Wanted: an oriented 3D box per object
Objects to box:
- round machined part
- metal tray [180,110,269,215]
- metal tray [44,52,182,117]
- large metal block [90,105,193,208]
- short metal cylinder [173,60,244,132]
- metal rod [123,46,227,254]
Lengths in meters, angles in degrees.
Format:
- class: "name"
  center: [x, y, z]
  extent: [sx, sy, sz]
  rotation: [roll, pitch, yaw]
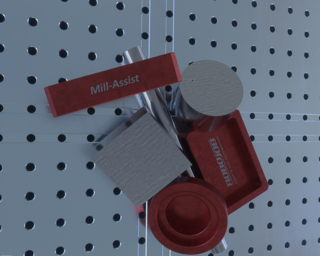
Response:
- class: "round machined part"
  center: [0.036, 0.108, 0.398]
  extent: [0.098, 0.042, 0.097]
  rotation: [2, 104, 9]
- class: "metal tray"
  center: [0.091, 0.048, 0.440]
  extent: [0.091, 0.030, 0.129]
  rotation: [-27, 99, -18]
- class: "metal tray"
  center: [-0.049, -0.047, 0.341]
  extent: [0.131, 0.090, 0.030]
  rotation: [-17, 98, -5]
- class: "large metal block"
  center: [-0.022, 0.032, 0.368]
  extent: [0.080, 0.050, 0.080]
  rotation: [-39, 104, 3]
- class: "short metal cylinder"
  center: [0.060, -0.041, 0.402]
  extent: [0.081, 0.050, 0.080]
  rotation: [3, 66, -7]
- class: "metal rod"
  center: [0.024, 0.035, 0.417]
  extent: [0.025, 0.025, 0.299]
  rotation: [-27, 99, -18]
